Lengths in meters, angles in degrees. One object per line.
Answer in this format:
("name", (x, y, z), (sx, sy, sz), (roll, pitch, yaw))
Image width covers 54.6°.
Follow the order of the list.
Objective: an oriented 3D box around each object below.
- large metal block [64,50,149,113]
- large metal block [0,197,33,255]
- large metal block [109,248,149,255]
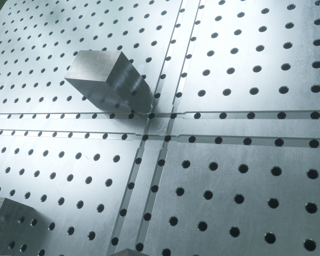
("large metal block", (-0.077, -0.068, 0.456), (0.080, 0.080, 0.050), (10, 67, 32))
("large metal block", (-0.240, 0.140, 0.434), (0.080, 0.050, 0.080), (0, 61, 28))
("large metal block", (-0.024, 0.166, 0.285), (0.050, 0.080, 0.080), (-26, 53, 12))
